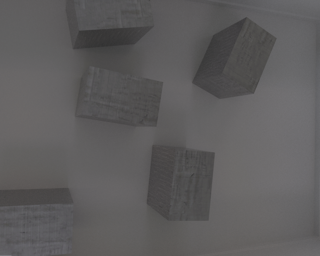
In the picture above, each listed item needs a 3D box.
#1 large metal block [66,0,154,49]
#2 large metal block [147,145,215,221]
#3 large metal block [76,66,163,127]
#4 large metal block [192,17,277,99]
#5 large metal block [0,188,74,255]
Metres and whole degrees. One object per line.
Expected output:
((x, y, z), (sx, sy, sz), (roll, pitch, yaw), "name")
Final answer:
((-0.061, -0.129, 0.358), (0.081, 0.080, 0.050), (-10, 94, -20), "large metal block")
((0.023, 0.065, 0.390), (0.050, 0.080, 0.080), (6, 88, -20), "large metal block")
((-0.051, -0.032, 0.362), (0.081, 0.080, 0.050), (9, 87, -20), "large metal block")
((0.097, -0.089, 0.417), (0.050, 0.080, 0.080), (27, 81, -18), "large metal block")
((-0.138, 0.098, 0.331), (0.081, 0.080, 0.050), (2, 90, -20), "large metal block")
